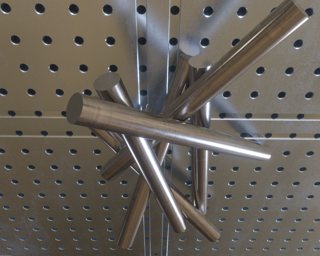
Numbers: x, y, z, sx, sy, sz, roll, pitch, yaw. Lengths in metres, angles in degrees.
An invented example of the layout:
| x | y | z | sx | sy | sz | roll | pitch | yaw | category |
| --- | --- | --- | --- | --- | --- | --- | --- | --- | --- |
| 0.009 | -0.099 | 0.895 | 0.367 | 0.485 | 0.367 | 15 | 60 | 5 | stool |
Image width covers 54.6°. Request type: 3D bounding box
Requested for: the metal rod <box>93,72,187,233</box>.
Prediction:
| x | y | z | sx | sy | sz | roll | pitch | yaw | category |
| --- | --- | --- | --- | --- | --- | --- | --- | --- | --- |
| -0.008 | 0.056 | 0.379 | 0.025 | 0.025 | 0.299 | -12 | 137 | 9 | metal rod |

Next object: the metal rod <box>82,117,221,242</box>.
| x | y | z | sx | sy | sz | roll | pitch | yaw | category |
| --- | --- | --- | --- | --- | --- | --- | --- | --- | --- |
| 0.000 | 0.082 | 0.461 | 0.025 | 0.025 | 0.300 | -31 | 118 | 23 | metal rod |

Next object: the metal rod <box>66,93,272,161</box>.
| x | y | z | sx | sy | sz | roll | pitch | yaw | category |
| --- | --- | --- | --- | --- | --- | --- | --- | --- | --- |
| 0.041 | 0.010 | 0.342 | 0.302 | 0.025 | 0.025 | 13 | 134 | -43 | metal rod |

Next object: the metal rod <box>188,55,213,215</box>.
| x | y | z | sx | sy | sz | roll | pitch | yaw | category |
| --- | --- | --- | --- | --- | --- | --- | --- | --- | --- |
| 0.055 | 0.036 | 0.426 | 0.025 | 0.025 | 0.299 | -4 | 135 | 3 | metal rod |

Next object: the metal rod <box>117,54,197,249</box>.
| x | y | z | sx | sy | sz | roll | pitch | yaw | category |
| --- | --- | --- | --- | --- | --- | --- | --- | --- | --- |
| -0.010 | 0.048 | 0.411 | 0.025 | 0.025 | 0.298 | 14 | 116 | -11 | metal rod |

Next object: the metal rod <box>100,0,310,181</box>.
| x | y | z | sx | sy | sz | roll | pitch | yaw | category |
| --- | --- | --- | --- | --- | --- | --- | --- | --- | --- |
| 0.021 | -0.018 | 0.336 | 0.025 | 0.025 | 0.299 | 31 | 130 | -24 | metal rod |
